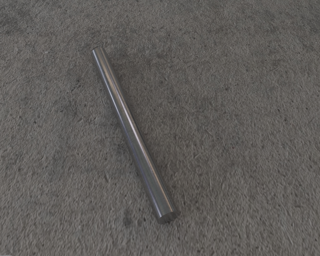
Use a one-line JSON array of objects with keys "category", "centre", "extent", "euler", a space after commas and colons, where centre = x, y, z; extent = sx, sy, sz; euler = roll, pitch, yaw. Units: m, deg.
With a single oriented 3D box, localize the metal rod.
[{"category": "metal rod", "centre": [-0.045, -0.013, 0.414], "extent": [0.025, 0.025, 0.300], "euler": [-17, 52, -13]}]
